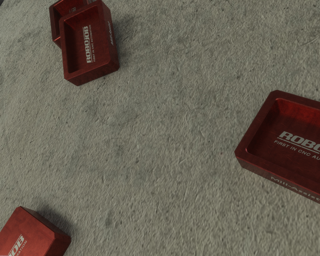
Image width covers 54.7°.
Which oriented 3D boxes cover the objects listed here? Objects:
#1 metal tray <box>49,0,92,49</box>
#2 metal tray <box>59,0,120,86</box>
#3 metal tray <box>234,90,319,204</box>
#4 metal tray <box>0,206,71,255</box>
[{"bbox_3d":[-0.177,-0.226,0.632,0.090,0.030,0.130,-28,52,10],"label":"metal tray"},{"bbox_3d":[-0.124,-0.147,0.535,0.090,0.030,0.130,-18,69,17],"label":"metal tray"},{"bbox_3d":[0.153,0.021,0.306,0.130,0.030,0.090,25,75,36],"label":"metal tray"},{"bbox_3d":[-0.181,0.176,0.388,0.090,0.030,0.130,18,71,35],"label":"metal tray"}]
